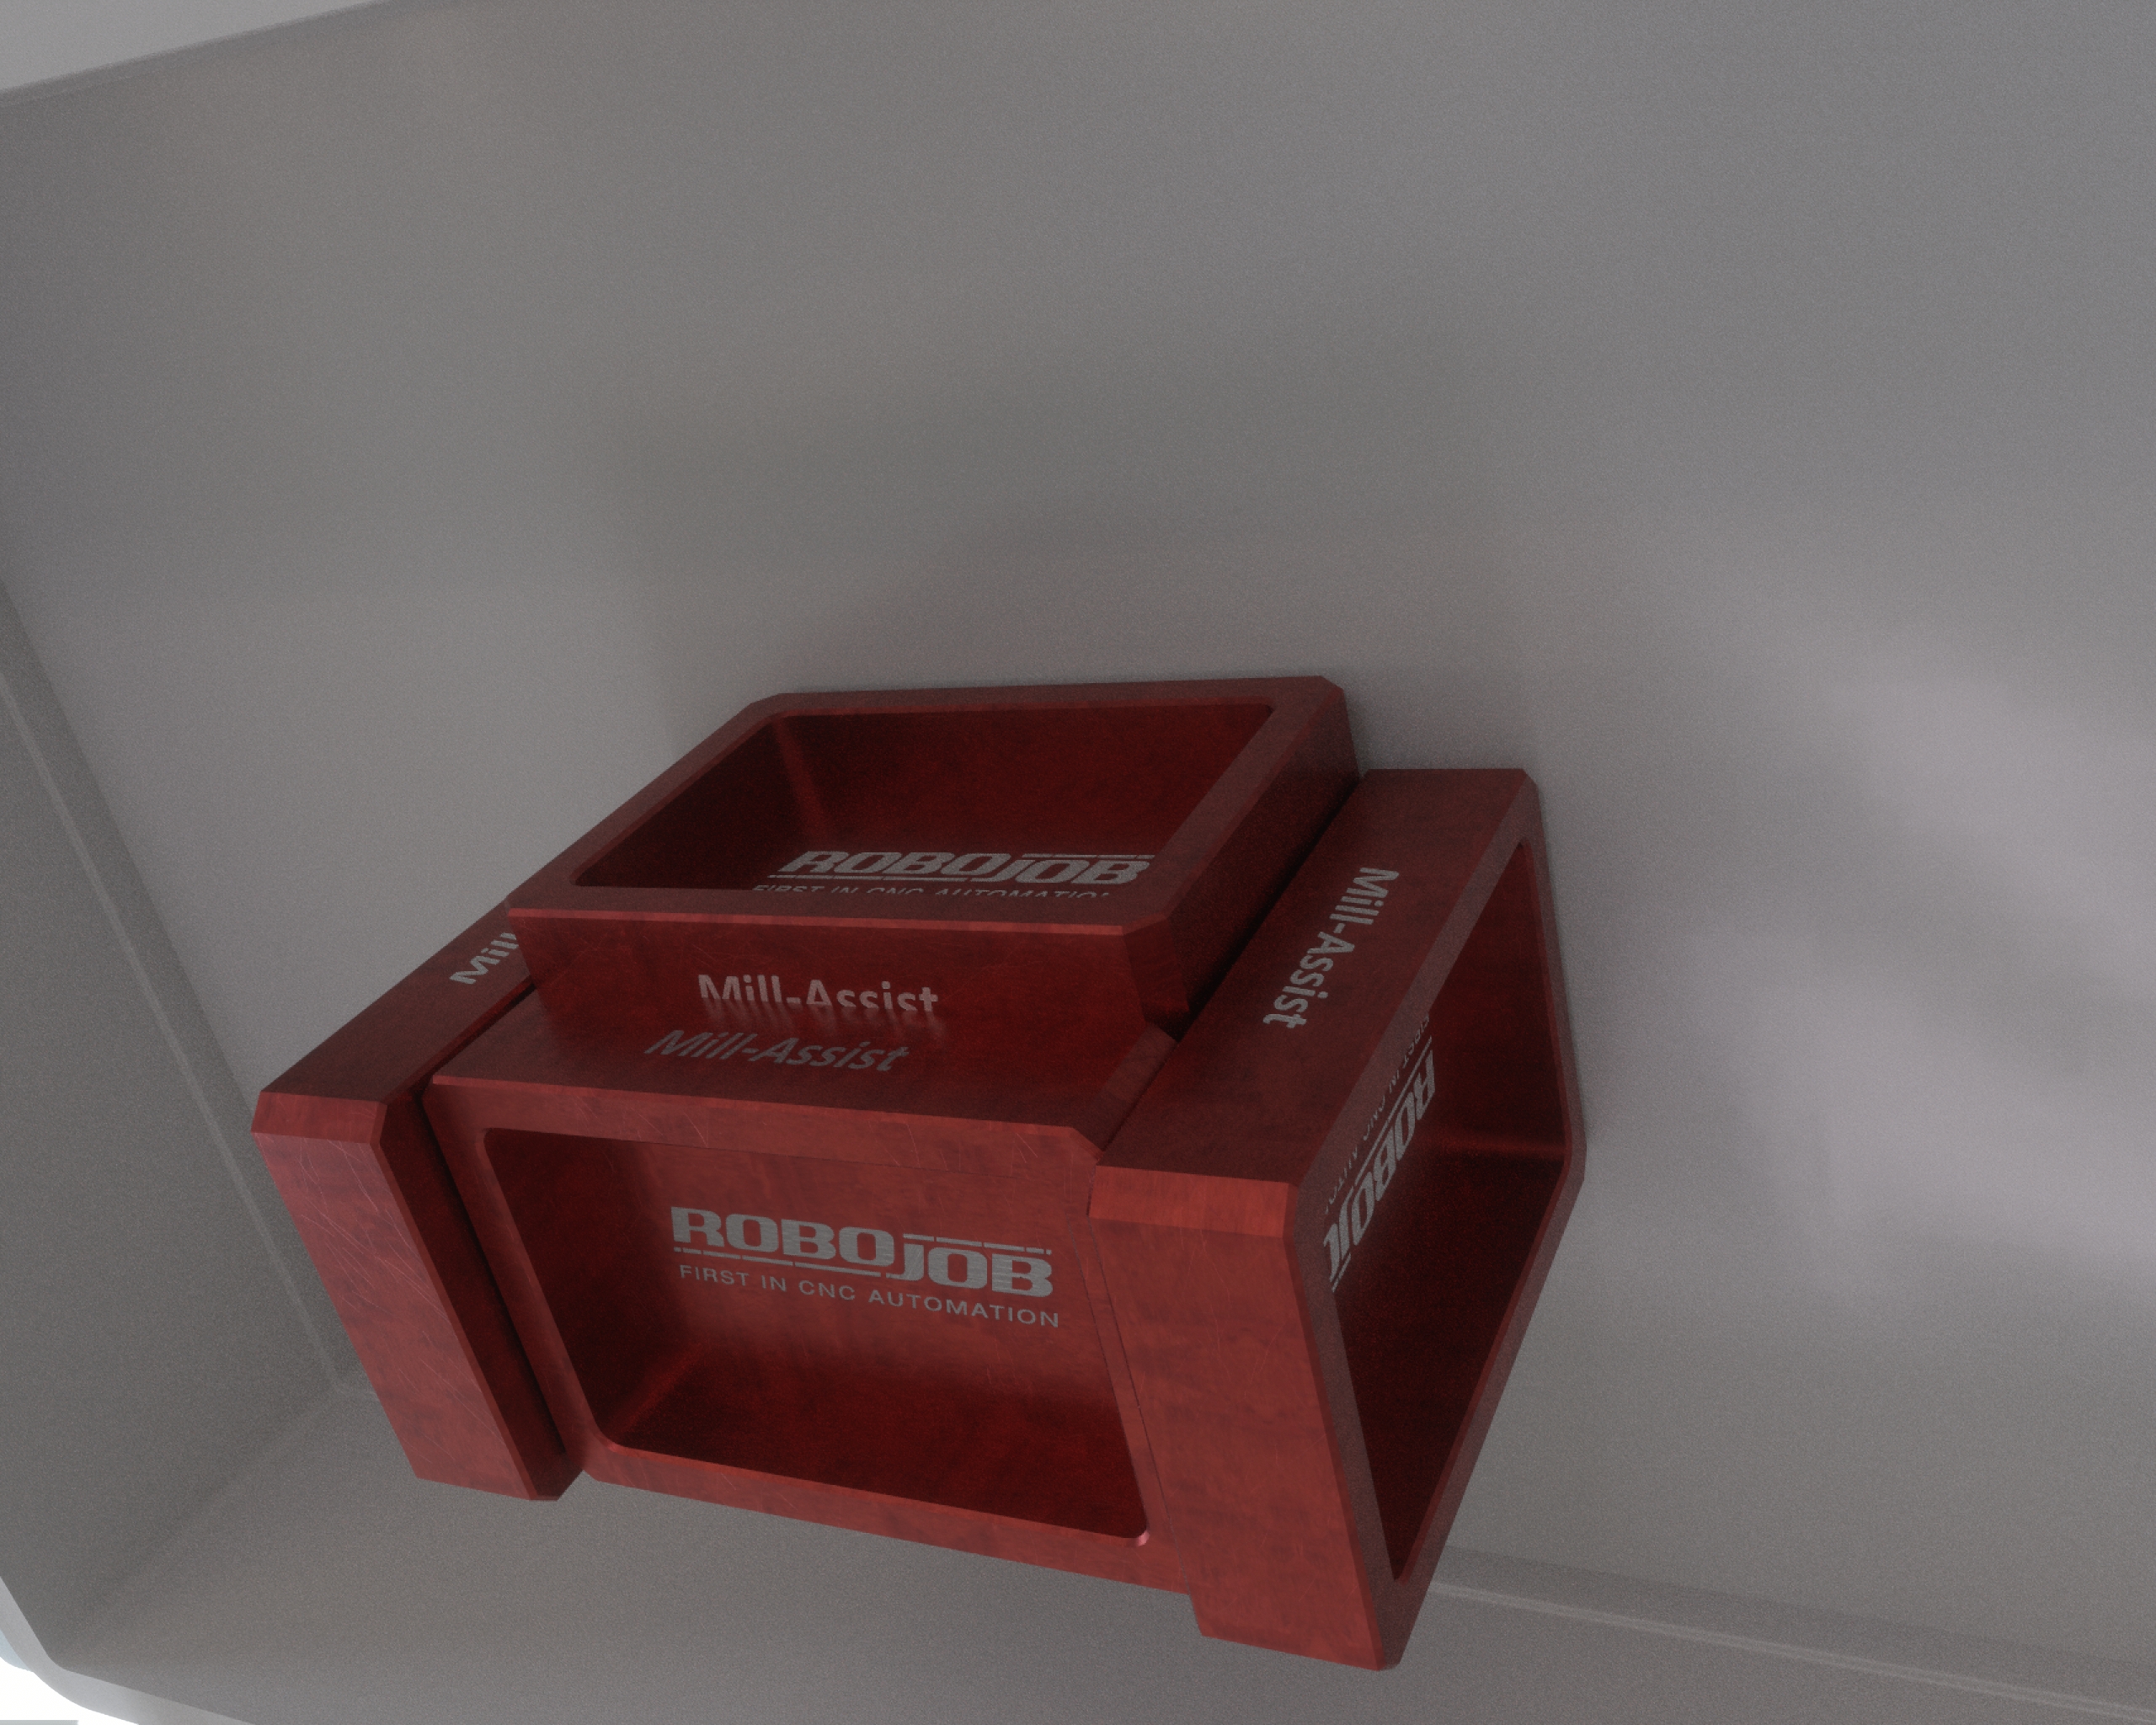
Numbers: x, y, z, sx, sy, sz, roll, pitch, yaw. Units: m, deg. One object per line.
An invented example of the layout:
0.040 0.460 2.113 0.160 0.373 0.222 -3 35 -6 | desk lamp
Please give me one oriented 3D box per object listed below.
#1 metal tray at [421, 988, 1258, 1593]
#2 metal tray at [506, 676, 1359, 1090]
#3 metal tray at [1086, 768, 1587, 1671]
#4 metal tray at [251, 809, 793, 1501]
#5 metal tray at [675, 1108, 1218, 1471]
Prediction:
-0.039 0.069 0.350 0.130 0.030 0.089 1 119 27 | metal tray
-0.024 0.000 0.376 0.130 0.090 0.030 1 119 28 | metal tray
0.050 0.051 0.343 0.030 0.131 0.089 1 119 28 | metal tray
-0.093 0.050 0.419 0.030 0.131 0.089 1 119 28 | metal tray
-0.005 0.079 0.414 0.130 0.090 0.030 0 118 28 | metal tray
